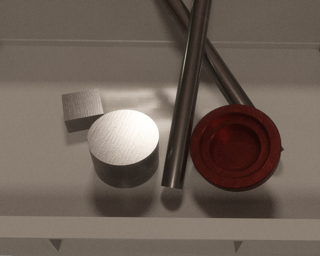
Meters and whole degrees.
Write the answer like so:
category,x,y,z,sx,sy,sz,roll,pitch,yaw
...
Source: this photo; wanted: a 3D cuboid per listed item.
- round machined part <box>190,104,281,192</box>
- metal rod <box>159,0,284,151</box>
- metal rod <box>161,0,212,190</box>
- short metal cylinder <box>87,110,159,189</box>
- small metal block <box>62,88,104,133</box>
category,x,y,z,sx,sy,sz,roll,pitch,yaw
round machined part,0.087,0.025,0.358,0.098,0.042,0.098,-7,67,17
metal rod,0.066,-0.093,0.410,0.025,0.025,0.299,-27,78,-21
metal rod,0.039,-0.076,0.381,0.025,0.025,0.299,9,78,7
short metal cylinder,-0.042,0.024,0.368,0.081,0.050,0.080,0,50,0
small metal block,-0.105,-0.024,0.424,0.050,0.025,0.050,-12,51,-10
